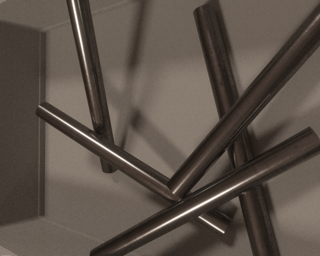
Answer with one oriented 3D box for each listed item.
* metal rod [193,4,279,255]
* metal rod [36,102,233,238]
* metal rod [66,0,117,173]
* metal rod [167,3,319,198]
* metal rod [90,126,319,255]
[{"bbox_3d":[0.082,0.006,0.338,0.025,0.025,0.298,-20,78,38],"label":"metal rod"},{"bbox_3d":[-0.048,0.042,0.397,0.300,0.025,0.025,29,109,20],"label":"metal rod"},{"bbox_3d":[-0.086,-0.067,0.395,0.025,0.025,0.298,21,129,38],"label":"metal rod"},{"bbox_3d":[0.105,-0.044,0.296,0.025,0.025,0.299,48,111,29],"label":"metal rod"},{"bbox_3d":[0.029,0.088,0.335,0.299,0.025,0.025,-36,68,25],"label":"metal rod"}]
